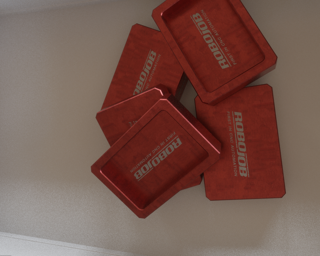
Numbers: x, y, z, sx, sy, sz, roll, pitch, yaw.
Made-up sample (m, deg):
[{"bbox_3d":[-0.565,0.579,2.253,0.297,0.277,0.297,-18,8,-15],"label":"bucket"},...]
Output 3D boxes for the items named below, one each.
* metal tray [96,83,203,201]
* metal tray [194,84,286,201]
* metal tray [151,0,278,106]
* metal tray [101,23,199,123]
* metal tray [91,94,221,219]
[{"bbox_3d":[-0.011,0.021,0.390,0.090,0.030,0.129,-21,102,18],"label":"metal tray"},{"bbox_3d":[0.096,0.018,0.374,0.090,0.030,0.129,-7,88,19],"label":"metal tray"},{"bbox_3d":[0.060,-0.102,0.353,0.090,0.030,0.130,-31,80,16],"label":"metal tray"},{"bbox_3d":[-0.015,-0.061,0.412,0.090,0.030,0.129,24,98,18],"label":"metal tray"},{"bbox_3d":[-0.006,0.035,0.360,0.090,0.030,0.130,45,111,-4],"label":"metal tray"}]
